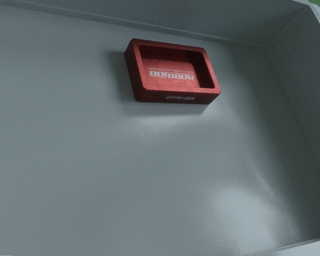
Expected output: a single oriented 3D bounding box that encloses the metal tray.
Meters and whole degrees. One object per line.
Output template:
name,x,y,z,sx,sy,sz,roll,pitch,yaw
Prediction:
metal tray,0.020,-0.082,0.462,0.131,0.030,0.090,-1,62,-28
